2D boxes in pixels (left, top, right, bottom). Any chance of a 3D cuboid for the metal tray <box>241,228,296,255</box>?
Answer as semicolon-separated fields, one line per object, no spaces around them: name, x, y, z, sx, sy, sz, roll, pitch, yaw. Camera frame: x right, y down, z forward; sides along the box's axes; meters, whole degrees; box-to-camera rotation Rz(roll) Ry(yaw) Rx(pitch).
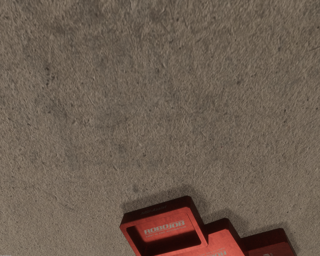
metal tray;0.224;0.257;0.626;0.090;0.030;0.130;-22;127;17

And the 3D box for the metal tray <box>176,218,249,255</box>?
metal tray;0.089;0.231;0.583;0.130;0.030;0.090;-27;105;20

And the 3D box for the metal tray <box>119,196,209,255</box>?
metal tray;0.008;0.177;0.536;0.130;0.030;0.090;-20;109;15
